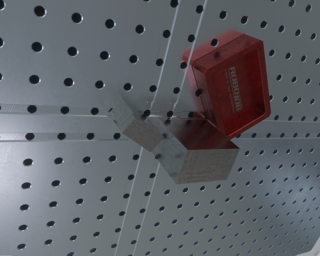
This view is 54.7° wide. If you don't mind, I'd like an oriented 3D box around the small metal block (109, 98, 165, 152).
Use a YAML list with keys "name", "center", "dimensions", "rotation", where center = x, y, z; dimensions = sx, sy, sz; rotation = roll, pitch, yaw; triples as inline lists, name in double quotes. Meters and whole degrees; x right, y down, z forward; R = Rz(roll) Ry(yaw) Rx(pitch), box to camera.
- name: "small metal block"
  center: [-0.029, -0.004, 0.377]
  dimensions: [0.025, 0.050, 0.050]
  rotation: [-48, 129, 5]

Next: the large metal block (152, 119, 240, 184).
- name: "large metal block"
  center: [0.044, 0.029, 0.418]
  dimensions: [0.081, 0.080, 0.050]
  rotation: [1, 118, -29]

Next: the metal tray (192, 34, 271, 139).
- name: "metal tray"
  center: [0.105, -0.051, 0.433]
  dimensions: [0.090, 0.030, 0.129]
  rotation: [-30, 129, -9]
